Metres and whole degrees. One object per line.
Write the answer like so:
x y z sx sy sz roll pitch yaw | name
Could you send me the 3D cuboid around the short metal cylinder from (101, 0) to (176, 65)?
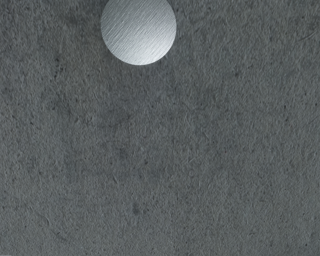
-0.023 -0.116 0.353 0.081 0.050 0.079 0 110 0 | short metal cylinder
